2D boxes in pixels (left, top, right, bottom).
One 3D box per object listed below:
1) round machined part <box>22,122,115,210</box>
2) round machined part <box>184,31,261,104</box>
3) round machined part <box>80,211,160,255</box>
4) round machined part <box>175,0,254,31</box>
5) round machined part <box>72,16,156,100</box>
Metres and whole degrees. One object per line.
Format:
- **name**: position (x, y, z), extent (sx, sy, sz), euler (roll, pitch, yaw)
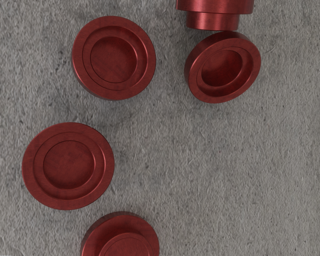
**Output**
- **round machined part**: position (-0.106, 0.042, 0.361), extent (0.099, 0.042, 0.097), euler (0, 90, -20)
- **round machined part**: position (0.078, -0.083, 0.411), extent (0.099, 0.042, 0.097), euler (-10, 134, -10)
- **round machined part**: position (-0.046, 0.157, 0.383), extent (0.099, 0.042, 0.097), euler (0, 90, -20)
- **round machined part**: position (0.069, -0.151, 0.400), extent (0.099, 0.098, 0.042), euler (-6, 116, -20)
- **round machined part**: position (-0.058, -0.082, 0.378), extent (0.099, 0.042, 0.097), euler (0, 90, -20)
